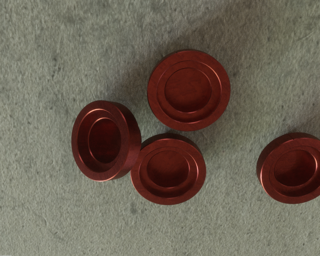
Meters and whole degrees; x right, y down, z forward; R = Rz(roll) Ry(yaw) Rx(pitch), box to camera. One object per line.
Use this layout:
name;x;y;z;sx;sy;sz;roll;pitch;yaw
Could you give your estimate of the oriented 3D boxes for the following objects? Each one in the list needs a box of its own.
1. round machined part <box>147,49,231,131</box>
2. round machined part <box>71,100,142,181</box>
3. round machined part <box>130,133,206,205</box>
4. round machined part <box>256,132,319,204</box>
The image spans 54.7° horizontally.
round machined part;0.034;-0.048;0.383;0.099;0.042;0.097;0;110;-1
round machined part;-0.062;0.015;0.388;0.098;0.042;0.097;-1;88;35
round machined part;0.011;0.052;0.420;0.099;0.042;0.097;0;110;-1
round machined part;0.180;0.051;0.422;0.099;0.042;0.097;0;110;-1
